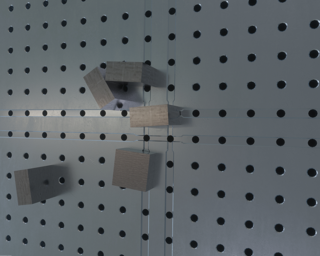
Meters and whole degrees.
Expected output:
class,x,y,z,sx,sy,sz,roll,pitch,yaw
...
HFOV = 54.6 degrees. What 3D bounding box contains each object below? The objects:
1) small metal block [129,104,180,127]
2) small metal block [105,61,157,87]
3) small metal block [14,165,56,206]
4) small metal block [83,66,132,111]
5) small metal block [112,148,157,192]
class,x,y,z,sx,sy,sz,roll,pitch,yaw
small metal block,-0.005,-0.015,0.402,0.050,0.050,0.025,-4,89,20
small metal block,-0.037,-0.071,0.413,0.050,0.050,0.025,6,92,20
small metal block,-0.187,0.085,0.466,0.025,0.050,0.050,-10,87,20
small metal block,-0.071,-0.052,0.425,0.025,0.050,0.050,-33,79,17
small metal block,-0.035,0.056,0.425,0.050,0.025,0.050,7,93,20
